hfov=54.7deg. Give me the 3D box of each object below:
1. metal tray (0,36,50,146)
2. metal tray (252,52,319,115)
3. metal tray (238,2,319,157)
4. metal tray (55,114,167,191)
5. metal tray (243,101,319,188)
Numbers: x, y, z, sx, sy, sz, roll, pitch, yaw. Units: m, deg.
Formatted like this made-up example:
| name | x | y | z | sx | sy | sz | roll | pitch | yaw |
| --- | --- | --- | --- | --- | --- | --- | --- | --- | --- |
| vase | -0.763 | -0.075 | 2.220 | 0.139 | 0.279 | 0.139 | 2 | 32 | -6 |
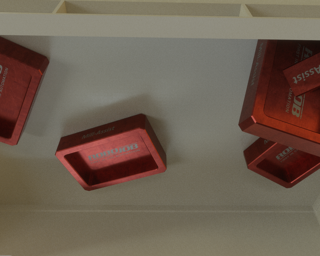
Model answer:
| name | x | y | z | sx | sy | sz | roll | pitch | yaw |
| --- | --- | --- | --- | --- | --- | --- | --- | --- | --- |
| metal tray | -0.196 | -0.044 | 0.365 | 0.091 | 0.030 | 0.129 | 23 | 126 | -19 |
| metal tray | 0.166 | -0.053 | 0.328 | 0.130 | 0.030 | 0.090 | -26 | 168 | 20 |
| metal tray | 0.135 | -0.047 | 0.297 | 0.091 | 0.130 | 0.030 | 18 | 163 | -4 |
| metal tray | -0.066 | 0.038 | 0.436 | 0.130 | 0.030 | 0.090 | -16 | 129 | 13 |
| metal tray | 0.194 | 0.024 | 0.429 | 0.090 | 0.030 | 0.129 | 27 | 125 | -22 |
